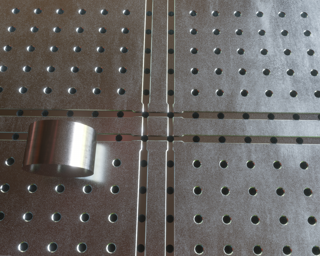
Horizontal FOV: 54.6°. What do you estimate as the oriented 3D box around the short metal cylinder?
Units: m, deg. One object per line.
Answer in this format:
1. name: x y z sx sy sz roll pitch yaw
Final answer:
1. short metal cylinder: -0.118 0.028 0.372 0.080 0.080 0.050 1 70 0
